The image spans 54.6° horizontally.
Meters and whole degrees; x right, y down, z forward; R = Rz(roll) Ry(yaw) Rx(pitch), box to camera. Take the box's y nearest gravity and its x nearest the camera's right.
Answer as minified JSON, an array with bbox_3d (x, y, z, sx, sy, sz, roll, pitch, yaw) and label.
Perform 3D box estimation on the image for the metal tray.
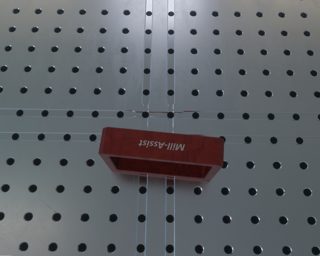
[{"bbox_3d":[0.002,0.033,0.365,0.131,0.090,0.030,5,70,2],"label":"metal tray"}]
